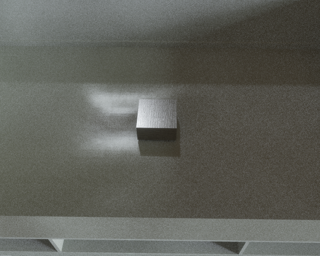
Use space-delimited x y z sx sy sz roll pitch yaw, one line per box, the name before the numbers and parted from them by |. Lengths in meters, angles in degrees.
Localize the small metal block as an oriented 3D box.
small metal block | -0.003 -0.011 0.410 0.050 0.025 0.050 1 50 1
